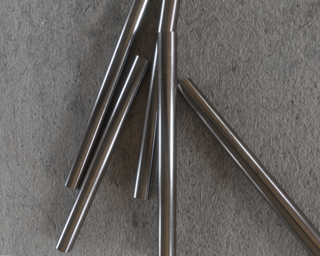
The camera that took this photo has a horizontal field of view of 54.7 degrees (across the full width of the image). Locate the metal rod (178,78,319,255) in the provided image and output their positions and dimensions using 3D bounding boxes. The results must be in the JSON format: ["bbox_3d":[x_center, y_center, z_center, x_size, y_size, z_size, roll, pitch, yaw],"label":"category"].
[{"bbox_3d":[0.119,0.060,0.366,0.025,0.025,0.300,-41,77,15],"label":"metal rod"}]

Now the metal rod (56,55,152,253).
[{"bbox_3d":[-0.082,0.042,0.437,0.025,0.025,0.298,27,99,18],"label":"metal rod"}]

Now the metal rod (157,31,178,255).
[{"bbox_3d":[0.009,0.032,0.393,0.025,0.025,0.298,2,95,20],"label":"metal rod"}]

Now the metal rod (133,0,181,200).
[{"bbox_3d":[-0.002,-0.055,0.409,0.025,0.025,0.298,10,93,20],"label":"metal rod"}]

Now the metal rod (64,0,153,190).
[{"bbox_3d":[-0.072,-0.053,0.434,0.025,0.025,0.298,25,98,18],"label":"metal rod"}]
